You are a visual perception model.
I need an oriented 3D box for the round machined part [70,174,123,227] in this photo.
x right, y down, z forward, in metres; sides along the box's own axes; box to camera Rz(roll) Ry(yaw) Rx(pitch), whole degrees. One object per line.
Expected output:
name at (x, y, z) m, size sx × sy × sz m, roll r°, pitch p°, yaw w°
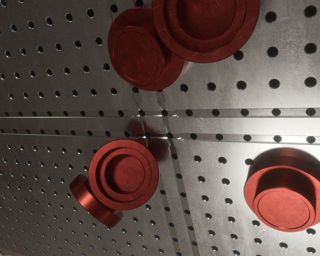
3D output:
round machined part at (-0.092, 0.107, 0.490) m, size 0.098 × 0.098 × 0.042 m, roll 43°, pitch 84°, yaw 6°

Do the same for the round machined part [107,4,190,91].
round machined part at (-0.019, -0.087, 0.355) m, size 0.098 × 0.042 × 0.097 m, roll 13°, pitch 124°, yaw 20°

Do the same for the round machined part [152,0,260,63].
round machined part at (0.045, -0.116, 0.298) m, size 0.098 × 0.042 × 0.097 m, roll 8°, pitch 117°, yaw 16°

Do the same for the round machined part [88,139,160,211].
round machined part at (-0.049, 0.065, 0.443) m, size 0.099 × 0.042 × 0.097 m, roll 0°, pitch 86°, yaw 3°

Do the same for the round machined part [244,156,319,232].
round machined part at (0.151, 0.086, 0.374) m, size 0.098 × 0.042 × 0.097 m, roll 13°, pitch 124°, yaw 20°
